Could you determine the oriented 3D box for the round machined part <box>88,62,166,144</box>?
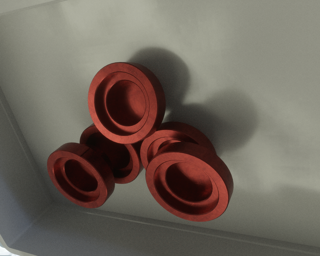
[{"bbox_3d":[-0.037,-0.032,0.383,0.098,0.042,0.097,6,103,26],"label":"round machined part"}]

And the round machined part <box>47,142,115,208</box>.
[{"bbox_3d":[-0.105,0.061,0.435,0.098,0.042,0.097,13,124,21],"label":"round machined part"}]

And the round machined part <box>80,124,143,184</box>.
[{"bbox_3d":[-0.063,0.029,0.447,0.098,0.042,0.097,13,124,21],"label":"round machined part"}]

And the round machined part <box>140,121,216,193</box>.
[{"bbox_3d":[0.027,0.034,0.403,0.098,0.042,0.097,13,124,21],"label":"round machined part"}]

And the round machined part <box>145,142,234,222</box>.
[{"bbox_3d":[0.036,0.057,0.358,0.098,0.042,0.097,13,124,21],"label":"round machined part"}]
